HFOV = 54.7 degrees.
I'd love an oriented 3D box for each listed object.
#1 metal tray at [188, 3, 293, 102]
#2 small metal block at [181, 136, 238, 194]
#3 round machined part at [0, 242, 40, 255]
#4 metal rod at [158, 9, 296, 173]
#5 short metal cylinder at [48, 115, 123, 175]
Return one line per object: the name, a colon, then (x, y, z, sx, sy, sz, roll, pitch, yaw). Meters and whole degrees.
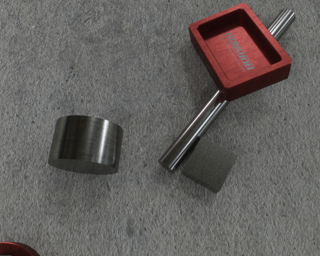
metal tray: (0.104, -0.107, 0.423, 0.090, 0.030, 0.130, -22, 58, 0)
small metal block: (0.062, 0.047, 0.391, 0.050, 0.025, 0.050, 29, 73, 9)
round machined part: (-0.177, 0.175, 0.334, 0.099, 0.042, 0.098, 0, 70, 0)
metal rod: (0.101, -0.061, 0.431, 0.025, 0.025, 0.301, 37, 74, 12)
short metal cylinder: (-0.087, 0.023, 0.370, 0.080, 0.080, 0.050, 5, 70, 1)
